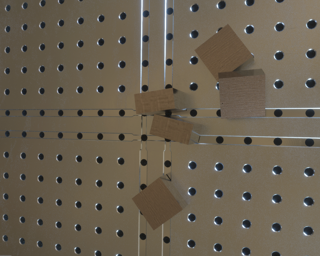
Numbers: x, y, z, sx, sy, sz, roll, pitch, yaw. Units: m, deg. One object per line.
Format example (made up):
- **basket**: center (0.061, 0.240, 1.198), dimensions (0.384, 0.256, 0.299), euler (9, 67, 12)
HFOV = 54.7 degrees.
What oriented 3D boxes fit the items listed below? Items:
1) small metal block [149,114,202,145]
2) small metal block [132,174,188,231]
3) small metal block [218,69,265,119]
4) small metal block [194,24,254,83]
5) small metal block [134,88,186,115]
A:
- **small metal block**: center (0.022, 0.001, 0.391), dimensions (0.050, 0.050, 0.025), euler (15, 95, 19)
- **small metal block**: center (0.000, 0.098, 0.412), dimensions (0.050, 0.025, 0.050), euler (-40, 78, 15)
- **small metal block**: center (0.096, -0.040, 0.364), dimensions (0.050, 0.025, 0.050), euler (-4, 115, 10)
- **small metal block**: center (0.080, -0.090, 0.384), dimensions (0.050, 0.025, 0.050), euler (-37, 79, 16)
- **small metal block**: center (0.001, -0.033, 0.398), dimensions (0.050, 0.050, 0.025), euler (-7, 88, 19)
